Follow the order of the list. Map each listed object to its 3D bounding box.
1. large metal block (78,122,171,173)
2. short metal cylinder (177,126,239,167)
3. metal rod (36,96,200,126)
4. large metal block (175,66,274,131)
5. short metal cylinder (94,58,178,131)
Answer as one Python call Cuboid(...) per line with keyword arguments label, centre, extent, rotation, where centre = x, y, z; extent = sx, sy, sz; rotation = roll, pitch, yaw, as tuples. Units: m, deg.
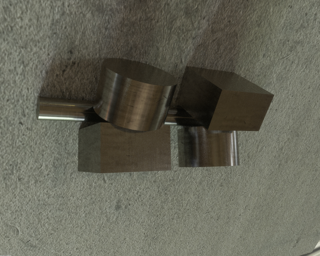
Cuboid(label="large metal block", centre=(-0.043, 0.024, 0.356), extent=(0.081, 0.080, 0.050), rotation=(2, 83, -30))
Cuboid(label="short metal cylinder", centre=(0.064, 0.026, 0.416), extent=(0.081, 0.080, 0.050), rotation=(2, 83, -29))
Cuboid(label="metal rod", centre=(0.002, -0.016, 0.402), extent=(0.303, 0.025, 0.025), rotation=(2, 118, -30))
Cuboid(label="large metal block", centre=(0.079, -0.038, 0.392), extent=(0.081, 0.080, 0.050), rotation=(1, 118, -29))
Cuboid(label="short metal cylinder", centre=(-0.027, -0.038, 0.334), extent=(0.081, 0.080, 0.050), rotation=(3, 117, -30))
